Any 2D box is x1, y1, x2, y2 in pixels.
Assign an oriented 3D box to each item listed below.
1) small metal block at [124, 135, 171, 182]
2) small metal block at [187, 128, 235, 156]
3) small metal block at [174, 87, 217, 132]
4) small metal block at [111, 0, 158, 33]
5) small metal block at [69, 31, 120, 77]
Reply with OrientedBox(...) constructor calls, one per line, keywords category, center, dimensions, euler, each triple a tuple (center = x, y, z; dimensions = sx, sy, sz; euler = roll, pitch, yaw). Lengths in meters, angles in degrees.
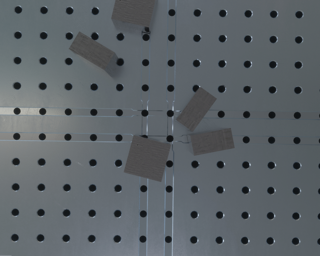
OrientedBox(category="small metal block", center=(-0.016, 0.040, 0.413), dimensions=(0.050, 0.025, 0.050), euler=(15, 90, 0))
OrientedBox(category="small metal block", center=(0.064, 0.017, 0.401), dimensions=(0.050, 0.050, 0.025), euler=(-11, 90, 0))
OrientedBox(category="small metal block", center=(0.044, -0.023, 0.401), dimensions=(0.025, 0.050, 0.050), euler=(36, 90, 0))
OrientedBox(category="small metal block", center=(-0.033, -0.160, 0.413), dimensions=(0.050, 0.025, 0.050), euler=(13, 90, 0))
OrientedBox(category="small metal block", center=(-0.083, -0.094, 0.400), dimensions=(0.050, 0.050, 0.025), euler=(31, 90, 0))
